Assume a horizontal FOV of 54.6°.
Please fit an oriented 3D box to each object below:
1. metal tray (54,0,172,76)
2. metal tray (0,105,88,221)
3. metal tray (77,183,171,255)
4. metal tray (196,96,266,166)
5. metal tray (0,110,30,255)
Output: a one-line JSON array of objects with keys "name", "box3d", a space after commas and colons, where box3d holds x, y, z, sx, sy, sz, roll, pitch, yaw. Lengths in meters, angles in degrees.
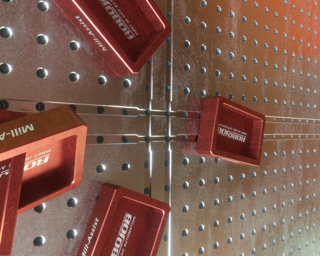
[{"name": "metal tray", "box3d": [-0.052, -0.137, 0.360, 0.130, 0.030, 0.090, 49, 61, -29]}, {"name": "metal tray", "box3d": [-0.129, 0.039, 0.264, 0.131, 0.030, 0.089, -23, 145, -38]}, {"name": "metal tray", "box3d": [-0.046, 0.141, 0.366, 0.090, 0.030, 0.130, 30, 71, -36]}, {"name": "metal tray", "box3d": [0.119, 0.008, 0.503, 0.131, 0.030, 0.090, 16, 80, -39]}, {"name": "metal tray", "box3d": [-0.161, 0.046, 0.245, 0.091, 0.030, 0.130, 11, 72, -29]}]
